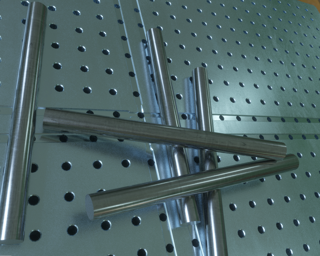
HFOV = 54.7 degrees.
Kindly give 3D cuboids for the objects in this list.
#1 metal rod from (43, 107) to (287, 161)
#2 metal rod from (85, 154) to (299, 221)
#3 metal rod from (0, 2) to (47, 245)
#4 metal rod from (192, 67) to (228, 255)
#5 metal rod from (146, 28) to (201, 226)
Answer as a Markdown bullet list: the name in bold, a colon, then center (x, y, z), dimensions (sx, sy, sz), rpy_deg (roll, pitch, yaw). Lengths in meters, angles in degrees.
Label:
- **metal rod**: center (0.017, 0.010, 0.381), dimensions (0.302, 0.025, 0.025), rpy_deg (8, 58, -13)
- **metal rod**: center (0.062, 0.062, 0.371), dimensions (0.303, 0.025, 0.025), rpy_deg (-6, 65, -31)
- **metal rod**: center (-0.149, -0.029, 0.346), dimensions (0.025, 0.025, 0.299), rpy_deg (8, 58, -25)
- **metal rod**: center (0.065, 0.038, 0.421), dimensions (0.025, 0.025, 0.299), rpy_deg (13, 56, -21)
- **metal rod**: center (0.013, -0.020, 0.428), dimensions (0.025, 0.025, 0.299), rpy_deg (5, 60, -26)
